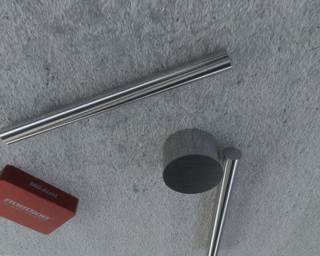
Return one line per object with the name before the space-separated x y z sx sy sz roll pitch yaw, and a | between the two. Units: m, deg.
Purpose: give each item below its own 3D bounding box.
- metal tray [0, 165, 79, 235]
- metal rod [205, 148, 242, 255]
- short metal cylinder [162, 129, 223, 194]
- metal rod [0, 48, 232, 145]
metal tray | -0.213 0.121 0.504 0.130 0.030 0.090 36 121 -27
metal rod | 0.104 0.150 0.536 0.025 0.025 0.298 0 130 0
short metal cylinder | 0.044 0.047 0.432 0.081 0.050 0.079 0 130 0
metal rod | -0.064 -0.033 0.377 0.301 0.025 0.025 -17 128 13
